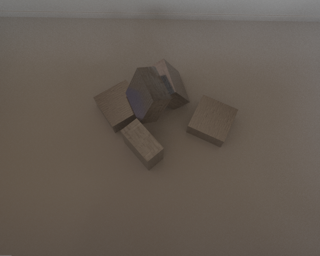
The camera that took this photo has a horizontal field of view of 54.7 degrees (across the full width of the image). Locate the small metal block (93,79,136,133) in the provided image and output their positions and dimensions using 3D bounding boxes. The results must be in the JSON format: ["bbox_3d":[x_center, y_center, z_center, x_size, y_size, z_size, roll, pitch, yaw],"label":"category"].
[{"bbox_3d":[-0.054,-0.030,0.420,0.050,0.025,0.050,-32,73,-11],"label":"small metal block"}]

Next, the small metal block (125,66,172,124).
[{"bbox_3d":[-0.016,-0.040,0.384,0.025,0.050,0.050,-11,64,-31],"label":"small metal block"}]

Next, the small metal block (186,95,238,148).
[{"bbox_3d":[0.069,-0.009,0.414,0.050,0.025,0.050,25,72,8],"label":"small metal block"}]

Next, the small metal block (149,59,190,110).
[{"bbox_3d":[0.012,-0.057,0.414,0.025,0.050,0.050,-25,70,20],"label":"small metal block"}]

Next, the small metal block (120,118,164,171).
[{"bbox_3d":[-0.021,0.022,0.388,0.025,0.050,0.050,-39,75,-13],"label":"small metal block"}]
